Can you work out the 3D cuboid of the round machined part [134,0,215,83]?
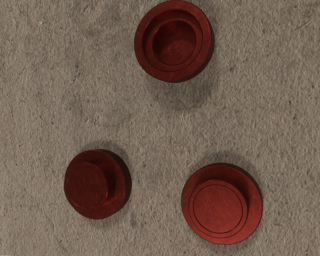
[{"bbox_3d":[0.020,-0.105,0.392,0.098,0.042,0.097,0,90,19],"label":"round machined part"}]

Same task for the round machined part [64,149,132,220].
[{"bbox_3d":[-0.093,0.079,0.431,0.098,0.042,0.097,0,90,19],"label":"round machined part"}]

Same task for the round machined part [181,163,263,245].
[{"bbox_3d":[0.073,0.093,0.374,0.098,0.042,0.097,0,90,19],"label":"round machined part"}]
